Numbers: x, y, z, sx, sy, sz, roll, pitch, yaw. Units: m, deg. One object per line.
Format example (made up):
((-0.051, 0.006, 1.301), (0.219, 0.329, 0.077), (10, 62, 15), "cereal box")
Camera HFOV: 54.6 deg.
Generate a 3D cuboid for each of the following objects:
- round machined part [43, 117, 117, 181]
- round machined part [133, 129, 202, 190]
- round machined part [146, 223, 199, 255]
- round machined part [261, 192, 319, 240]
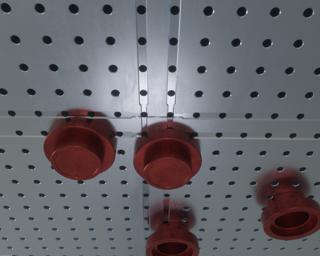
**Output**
((-0.111, 0.035, 0.429), (0.099, 0.042, 0.097), (0, 130, 0), "round machined part")
((0.011, 0.051, 0.444), (0.099, 0.042, 0.097), (0, 130, 0), "round machined part")
((0.023, 0.215, 0.583), (0.099, 0.042, 0.097), (0, 130, 0), "round machined part")
((0.221, 0.146, 0.526), (0.099, 0.042, 0.097), (0, 130, 0), "round machined part")
